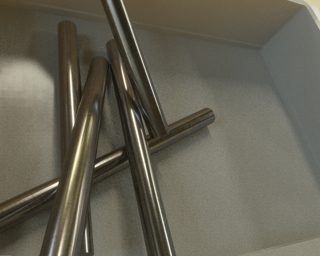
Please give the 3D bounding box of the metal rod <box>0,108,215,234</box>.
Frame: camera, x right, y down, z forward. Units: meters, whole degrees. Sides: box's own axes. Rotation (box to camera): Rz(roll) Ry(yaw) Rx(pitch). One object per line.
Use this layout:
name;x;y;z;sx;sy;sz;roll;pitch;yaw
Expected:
metal rod;-0.038;0.033;0.366;0.302;0.025;0.025;-25;76;-37

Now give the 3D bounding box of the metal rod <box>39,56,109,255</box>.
metal rod;-0.070;0.003;0.296;0.025;0.025;0.300;19;32;-18

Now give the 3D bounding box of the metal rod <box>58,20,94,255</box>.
metal rod;-0.097;-0.014;0.340;0.025;0.025;0.299;5;53;-26

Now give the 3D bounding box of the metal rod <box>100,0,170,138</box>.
metal rod;-0.050;-0.132;0.356;0.025;0.025;0.298;-24;98;-37

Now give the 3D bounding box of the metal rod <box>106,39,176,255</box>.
metal rod;-0.031;0.001;0.360;0.025;0.025;0.299;4;51;-27
